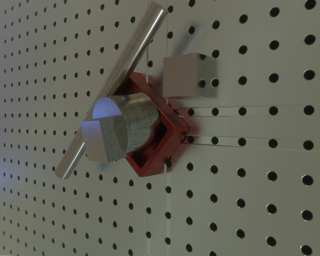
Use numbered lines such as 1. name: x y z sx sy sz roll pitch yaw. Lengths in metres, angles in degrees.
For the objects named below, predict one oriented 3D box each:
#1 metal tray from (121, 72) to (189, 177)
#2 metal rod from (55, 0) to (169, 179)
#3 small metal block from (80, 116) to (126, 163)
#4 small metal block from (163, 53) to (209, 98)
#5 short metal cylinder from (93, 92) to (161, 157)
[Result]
1. metal tray: -0.030 -0.008 0.431 0.130 0.030 0.089 49 119 29
2. metal rod: -0.078 -0.036 0.434 0.025 0.025 0.298 50 119 28
3. small metal block: -0.070 0.014 0.377 0.050 0.025 0.050 -3 100 51
4. small metal block: 0.031 -0.063 0.384 0.050 0.025 0.050 2 91 40
5. short metal cylinder: -0.044 -0.004 0.400 0.080 0.050 0.079 19 116 46
